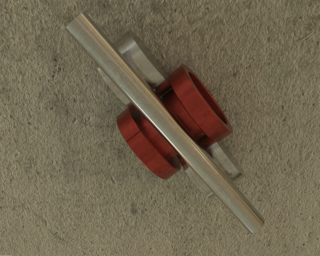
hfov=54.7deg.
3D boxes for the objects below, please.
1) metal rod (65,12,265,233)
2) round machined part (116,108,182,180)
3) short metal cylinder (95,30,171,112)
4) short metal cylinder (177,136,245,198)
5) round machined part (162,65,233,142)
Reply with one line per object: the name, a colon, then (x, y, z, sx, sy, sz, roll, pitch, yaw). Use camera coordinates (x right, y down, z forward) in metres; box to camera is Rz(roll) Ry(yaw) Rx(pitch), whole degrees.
metal rod: (0.018, 0.007, 0.329, 0.025, 0.025, 0.300, -38, 106, 12)
round machined part: (-0.004, 0.011, 0.375, 0.042, 0.098, 0.098, -39, 106, 9)
short metal cylinder: (-0.028, -0.065, 0.357, 0.050, 0.080, 0.080, -37, 106, 12)
short metal cylinder: (0.064, 0.043, 0.398, 0.050, 0.080, 0.080, -37, 106, 12)
round machined part: (0.040, -0.023, 0.364, 0.042, 0.098, 0.098, -36, 107, 17)
